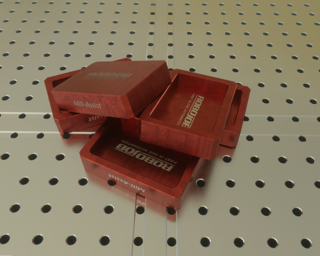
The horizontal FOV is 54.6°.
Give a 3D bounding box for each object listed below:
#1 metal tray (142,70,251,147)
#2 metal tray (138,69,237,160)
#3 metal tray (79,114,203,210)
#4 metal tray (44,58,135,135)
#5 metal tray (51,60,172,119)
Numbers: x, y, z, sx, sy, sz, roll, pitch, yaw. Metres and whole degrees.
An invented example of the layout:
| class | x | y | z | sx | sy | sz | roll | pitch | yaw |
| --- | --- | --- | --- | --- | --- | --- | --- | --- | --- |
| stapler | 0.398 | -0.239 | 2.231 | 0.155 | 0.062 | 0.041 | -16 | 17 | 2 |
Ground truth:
| class | x | y | z | sx | sy | sz | roll | pitch | yaw |
| --- | --- | --- | --- | --- | --- | --- | --- | --- | --- |
| metal tray | 0.051 | -0.031 | 0.430 | 0.130 | 0.030 | 0.090 | 14 | 51 | 13 |
| metal tray | 0.039 | -0.024 | 0.384 | 0.090 | 0.030 | 0.130 | 15 | 40 | 13 |
| metal tray | -0.018 | 0.032 | 0.378 | 0.130 | 0.030 | 0.090 | 21 | 53 | 16 |
| metal tray | -0.090 | -0.050 | 0.445 | 0.131 | 0.030 | 0.090 | -18 | 52 | -14 |
| metal tray | -0.063 | -0.053 | 0.396 | 0.130 | 0.030 | 0.090 | 8 | 39 | 35 |
